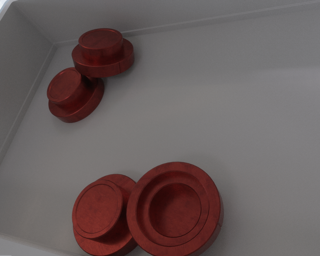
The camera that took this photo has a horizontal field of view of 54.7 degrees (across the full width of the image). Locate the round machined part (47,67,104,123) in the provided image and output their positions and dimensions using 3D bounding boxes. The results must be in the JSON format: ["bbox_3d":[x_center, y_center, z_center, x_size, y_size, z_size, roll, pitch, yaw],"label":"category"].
[{"bbox_3d":[-0.145,-0.061,0.508,0.098,0.042,0.098,-13,56,21],"label":"round machined part"}]

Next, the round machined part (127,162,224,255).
[{"bbox_3d":[0.018,0.089,0.327,0.098,0.042,0.098,-10,58,16],"label":"round machined part"}]

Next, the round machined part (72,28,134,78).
[{"bbox_3d":[-0.092,-0.125,0.495,0.099,0.042,0.098,-1,43,1],"label":"round machined part"}]

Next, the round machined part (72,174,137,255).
[{"bbox_3d":[-0.064,0.100,0.367,0.098,0.042,0.098,-13,56,21],"label":"round machined part"}]
